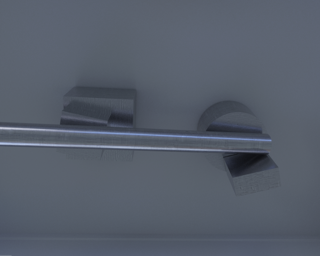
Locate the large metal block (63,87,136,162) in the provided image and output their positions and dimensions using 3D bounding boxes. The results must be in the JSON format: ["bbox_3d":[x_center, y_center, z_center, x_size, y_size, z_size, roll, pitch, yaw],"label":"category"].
[{"bbox_3d":[-0.073,-0.006,0.392,0.081,0.050,0.079,2,110,-2],"label":"large metal block"}]

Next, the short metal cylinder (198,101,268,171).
[{"bbox_3d":[0.092,0.010,0.401,0.081,0.050,0.079,0,110,-1],"label":"short metal cylinder"}]

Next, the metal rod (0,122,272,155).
[{"bbox_3d":[-0.024,0.012,0.339,0.302,0.025,0.025,3,110,-10],"label":"metal rod"}]

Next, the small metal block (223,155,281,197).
[{"bbox_3d":[0.106,0.051,0.362,0.050,0.050,0.025,-14,110,4],"label":"small metal block"}]

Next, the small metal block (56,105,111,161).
[{"bbox_3d":[-0.088,0.005,0.357,0.050,0.025,0.050,12,109,-5],"label":"small metal block"}]
